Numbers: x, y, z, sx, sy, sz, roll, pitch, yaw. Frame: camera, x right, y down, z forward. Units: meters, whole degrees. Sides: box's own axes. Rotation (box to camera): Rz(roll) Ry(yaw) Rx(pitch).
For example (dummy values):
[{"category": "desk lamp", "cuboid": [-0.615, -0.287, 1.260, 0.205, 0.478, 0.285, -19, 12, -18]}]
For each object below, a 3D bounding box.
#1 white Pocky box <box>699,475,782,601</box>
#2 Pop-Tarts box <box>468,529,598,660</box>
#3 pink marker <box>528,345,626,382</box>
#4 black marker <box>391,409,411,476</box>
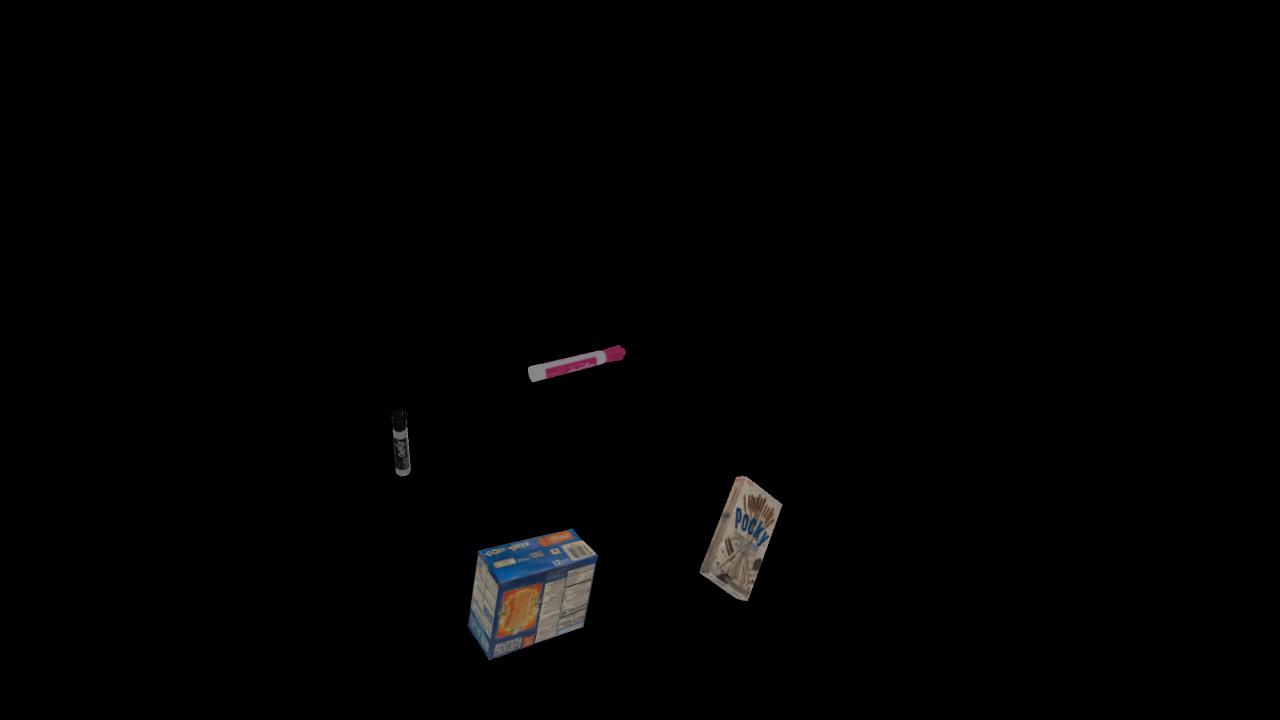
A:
[{"category": "white Pocky box", "cuboid": [0.147, 0.255, 0.886, 0.084, 0.154, 0.028, 39, -30, -19]}, {"category": "Pop-Tarts box", "cuboid": [-0.166, 0.356, 0.951, 0.167, 0.141, 0.083, -3, 22, -37]}, {"category": "pink marker", "cuboid": [-0.071, 0.003, 0.722, 0.121, 0.020, 0.020, -14, 6, -26]}, {"category": "black marker", "cuboid": [-0.299, 0.104, 0.771, 0.020, 0.121, 0.020, 9, 43, -9]}]
